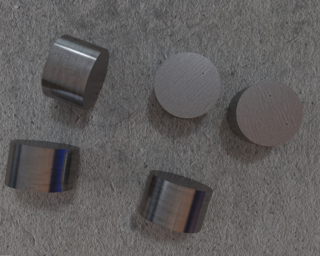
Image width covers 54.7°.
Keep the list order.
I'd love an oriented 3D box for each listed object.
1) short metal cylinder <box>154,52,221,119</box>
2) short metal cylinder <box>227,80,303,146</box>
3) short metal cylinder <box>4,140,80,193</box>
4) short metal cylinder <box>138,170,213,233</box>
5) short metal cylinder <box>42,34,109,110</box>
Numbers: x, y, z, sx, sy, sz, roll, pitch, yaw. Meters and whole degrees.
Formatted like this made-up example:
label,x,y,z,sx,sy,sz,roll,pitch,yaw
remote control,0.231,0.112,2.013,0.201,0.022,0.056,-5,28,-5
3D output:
label,x,y,z,sx,sy,sz,roll,pitch,yaw
short metal cylinder,0.033,-0.052,0.398,0.081,0.050,0.080,0,90,0
short metal cylinder,0.132,-0.018,0.398,0.081,0.050,0.080,0,90,0
short metal cylinder,-0.144,0.045,0.381,0.080,0.080,0.050,8,90,0
short metal cylinder,0.019,0.088,0.383,0.080,0.080,0.050,17,90,0
short metal cylinder,-0.102,-0.068,0.382,0.050,0.080,0.080,20,90,0
